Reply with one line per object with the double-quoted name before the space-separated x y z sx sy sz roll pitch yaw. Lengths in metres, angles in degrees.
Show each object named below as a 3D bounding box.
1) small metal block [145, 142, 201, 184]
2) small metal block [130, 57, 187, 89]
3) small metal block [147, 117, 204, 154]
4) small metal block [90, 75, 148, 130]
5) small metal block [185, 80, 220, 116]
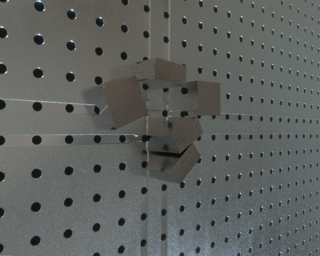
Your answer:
"small metal block" 0.017 0.044 0.410 0.050 0.050 0.025 -47 119 -30
"small metal block" -0.002 -0.068 0.393 0.050 0.050 0.025 5 87 -40
"small metal block" 0.020 0.008 0.412 0.050 0.050 0.025 -37 113 -34
"small metal block" -0.048 -0.031 0.371 0.050 0.025 0.050 -29 108 -37
"small metal block" 0.065 -0.043 0.466 0.050 0.025 0.050 -2 91 -40
